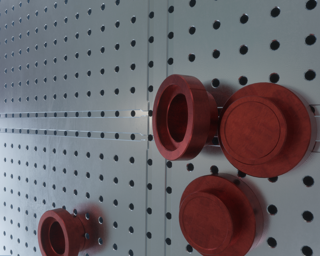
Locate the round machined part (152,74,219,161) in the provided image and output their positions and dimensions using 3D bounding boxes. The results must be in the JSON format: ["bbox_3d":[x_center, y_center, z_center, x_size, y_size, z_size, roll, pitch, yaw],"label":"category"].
[{"bbox_3d":[0.031,-0.011,0.359,0.098,0.042,0.098,-7,82,63],"label":"round machined part"}]

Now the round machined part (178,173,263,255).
[{"bbox_3d":[0.060,0.102,0.349,0.098,0.042,0.097,0,90,40],"label":"round machined part"}]

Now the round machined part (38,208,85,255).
[{"bbox_3d":[-0.168,0.188,0.539,0.098,0.042,0.097,0,90,40],"label":"round machined part"}]

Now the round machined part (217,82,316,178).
[{"bbox_3d":[0.101,0.002,0.316,0.098,0.042,0.097,0,90,40],"label":"round machined part"}]
